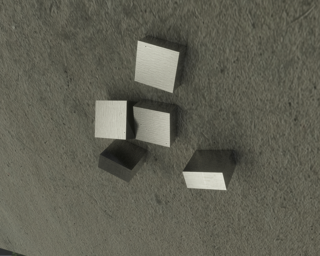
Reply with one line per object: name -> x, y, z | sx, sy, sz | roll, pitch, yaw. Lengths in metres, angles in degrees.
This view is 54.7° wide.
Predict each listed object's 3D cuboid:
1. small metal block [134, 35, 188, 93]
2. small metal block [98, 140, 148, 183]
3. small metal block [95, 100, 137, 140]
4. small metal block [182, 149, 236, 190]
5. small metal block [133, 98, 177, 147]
small metal block -> 0.000, -0.075, 0.361 | 0.050, 0.025, 0.050 | 20, 126, 16
small metal block -> -0.053, 0.044, 0.446 | 0.050, 0.050, 0.025 | 25, 127, 13
small metal block -> -0.059, -0.011, 0.418 | 0.050, 0.025, 0.050 | 3, 93, 28
small metal block -> 0.063, 0.051, 0.389 | 0.050, 0.050, 0.025 | -3, 117, 29
small metal block -> -0.005, -0.007, 0.405 | 0.050, 0.025, 0.050 | 12, 124, 21
